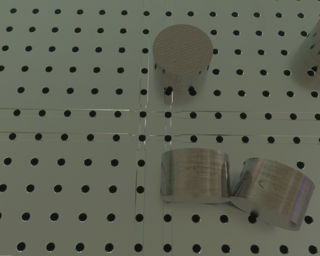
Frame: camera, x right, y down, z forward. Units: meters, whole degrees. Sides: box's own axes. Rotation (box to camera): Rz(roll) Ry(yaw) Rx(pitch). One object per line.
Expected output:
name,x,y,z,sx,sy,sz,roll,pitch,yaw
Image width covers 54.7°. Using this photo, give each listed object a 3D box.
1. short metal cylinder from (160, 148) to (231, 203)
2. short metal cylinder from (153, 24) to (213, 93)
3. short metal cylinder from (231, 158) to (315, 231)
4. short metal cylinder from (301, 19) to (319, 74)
short metal cylinder,0.041,0.058,0.362,0.081,0.080,0.050,2,70,0
short metal cylinder,0.030,-0.097,0.434,0.081,0.050,0.080,0,70,0
short metal cylinder,0.128,0.076,0.356,0.080,0.080,0.050,26,72,9
short metal cylinder,0.255,-0.121,0.446,0.081,0.050,0.080,0,70,0
